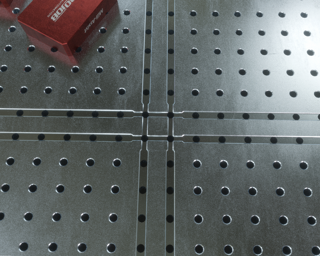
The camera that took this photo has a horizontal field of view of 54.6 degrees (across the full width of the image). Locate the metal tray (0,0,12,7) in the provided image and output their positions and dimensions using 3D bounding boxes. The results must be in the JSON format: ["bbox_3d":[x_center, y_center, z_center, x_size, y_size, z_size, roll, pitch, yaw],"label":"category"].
[{"bbox_3d":[-0.268,-0.265,0.505,0.090,0.030,0.130,14,71,5],"label":"metal tray"}]

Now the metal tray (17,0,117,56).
[{"bbox_3d":[-0.138,-0.184,0.476,0.090,0.030,0.130,30,73,10],"label":"metal tray"}]
